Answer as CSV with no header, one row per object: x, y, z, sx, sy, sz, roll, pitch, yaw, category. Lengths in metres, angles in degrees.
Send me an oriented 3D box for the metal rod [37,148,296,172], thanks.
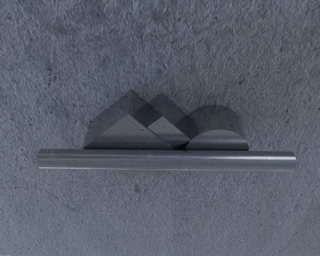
0.009,0.039,0.374,0.302,0.025,0.025,1,130,-1,metal rod

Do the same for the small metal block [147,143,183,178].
0.006,0.032,0.421,0.050,0.050,0.025,-35,122,25,small metal block

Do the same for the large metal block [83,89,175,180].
-0.038,0.011,0.399,0.080,0.050,0.080,-35,122,25,large metal block

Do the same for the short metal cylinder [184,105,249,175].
0.070,0.016,0.406,0.081,0.050,0.079,0,130,0,short metal cylinder

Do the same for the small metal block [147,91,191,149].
0.011,-0.009,0.385,0.025,0.050,0.050,-35,122,26,small metal block
